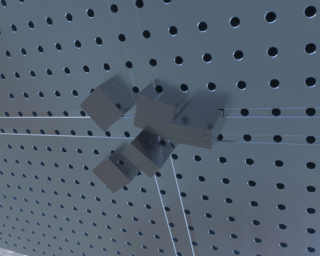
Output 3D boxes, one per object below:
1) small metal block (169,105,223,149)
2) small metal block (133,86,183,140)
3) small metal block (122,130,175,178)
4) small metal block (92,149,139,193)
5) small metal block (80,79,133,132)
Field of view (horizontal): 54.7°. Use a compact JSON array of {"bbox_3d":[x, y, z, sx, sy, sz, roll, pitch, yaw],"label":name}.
[{"bbox_3d":[0.044,-0.003,0.369,0.050,0.050,0.025,9,122,23],"label":"small metal block"},{"bbox_3d":[-0.003,-0.020,0.399,0.050,0.025,0.050,22,127,14],"label":"small metal block"},{"bbox_3d":[-0.015,0.031,0.421,0.050,0.050,0.025,41,129,-1],"label":"small metal block"},{"bbox_3d":[-0.071,0.069,0.489,0.050,0.025,0.050,48,129,-6],"label":"small metal block"},{"bbox_3d":[-0.075,-0.030,0.430,0.050,0.025,0.050,48,128,-6],"label":"small metal block"}]
